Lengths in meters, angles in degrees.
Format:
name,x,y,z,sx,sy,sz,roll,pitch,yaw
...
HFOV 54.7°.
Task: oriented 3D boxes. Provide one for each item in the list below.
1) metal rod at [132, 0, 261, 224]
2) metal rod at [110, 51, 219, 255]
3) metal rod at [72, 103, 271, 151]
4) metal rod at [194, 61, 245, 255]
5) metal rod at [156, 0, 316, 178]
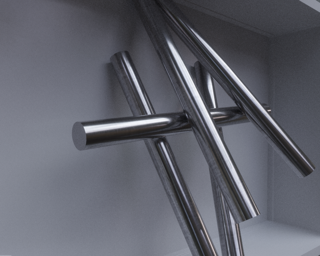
name,x,y,z,sx,sy,sz,roll,pitch,yaw
metal rod,0.027,-0.045,0.338,0.025,0.025,0.299,-6,65,-40
metal rod,0.011,0.049,0.340,0.025,0.025,0.299,-14,75,-40
metal rod,0.043,-0.009,0.363,0.302,0.025,0.025,-8,95,-42
metal rod,0.074,0.039,0.398,0.025,0.025,0.299,19,56,-39
metal rod,0.090,-0.059,0.399,0.025,0.025,0.300,-38,87,-34
